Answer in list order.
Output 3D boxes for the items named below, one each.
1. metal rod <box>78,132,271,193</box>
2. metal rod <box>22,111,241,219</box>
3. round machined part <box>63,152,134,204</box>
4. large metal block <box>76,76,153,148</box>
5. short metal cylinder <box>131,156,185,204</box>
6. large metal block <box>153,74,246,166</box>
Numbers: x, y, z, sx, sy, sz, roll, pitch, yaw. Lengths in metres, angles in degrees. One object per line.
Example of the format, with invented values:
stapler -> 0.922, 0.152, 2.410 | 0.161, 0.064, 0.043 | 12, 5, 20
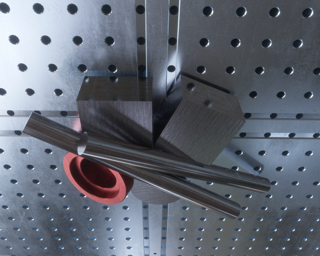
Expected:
metal rod -> 0.041, 0.053, 0.403 | 0.302, 0.025, 0.025 | 17, 130, -33
metal rod -> -0.017, 0.056, 0.387 | 0.301, 0.025, 0.025 | 27, 125, -23
round machined part -> -0.079, 0.056, 0.428 | 0.098, 0.042, 0.097 | 14, 129, 18
large metal block -> -0.049, -0.015, 0.373 | 0.081, 0.050, 0.079 | 1, 130, -1
short metal cylinder -> -0.001, 0.065, 0.445 | 0.081, 0.050, 0.079 | 0, 130, 0
large metal block -> 0.044, -0.008, 0.383 | 0.080, 0.050, 0.079 | 19, 128, -16
